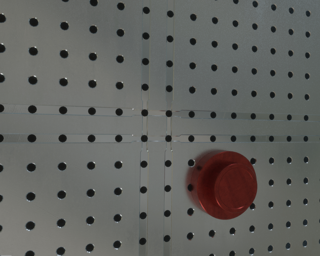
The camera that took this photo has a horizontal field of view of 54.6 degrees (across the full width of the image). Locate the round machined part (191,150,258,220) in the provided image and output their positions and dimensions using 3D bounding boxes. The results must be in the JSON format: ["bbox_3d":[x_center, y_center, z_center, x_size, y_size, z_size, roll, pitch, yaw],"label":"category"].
[{"bbox_3d":[0.097,0.082,0.439,0.099,0.042,0.097,0,90,-20],"label":"round machined part"}]
